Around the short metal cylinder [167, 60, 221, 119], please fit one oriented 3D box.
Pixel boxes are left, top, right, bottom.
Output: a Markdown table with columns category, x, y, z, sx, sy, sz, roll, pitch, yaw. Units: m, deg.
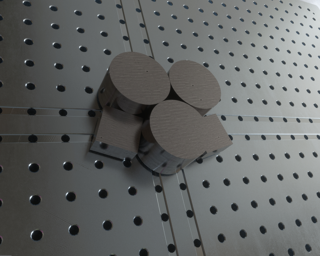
| category | x | y | z | sx | sy | sz | roll | pitch | yaw |
| --- | --- | --- | --- | --- | --- | --- | --- | --- | --- |
| short metal cylinder | 0.038 | -0.049 | 0.438 | 0.081 | 0.050 | 0.080 | 14 | 56 | -21 |

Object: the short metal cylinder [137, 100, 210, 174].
| category | x | y | z | sx | sy | sz | roll | pitch | yaw |
| --- | --- | --- | --- | --- | --- | --- | --- | --- | --- |
| short metal cylinder | 0.014 | 0.012 | 0.388 | 0.081 | 0.050 | 0.080 | 14 | 56 | -21 |

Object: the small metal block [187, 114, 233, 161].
| category | x | y | z | sx | sy | sz | roll | pitch | yaw |
| --- | --- | --- | --- | --- | --- | --- | --- | --- | --- |
| small metal block | 0.065 | 0.012 | 0.432 | 0.050 | 0.025 | 0.050 | -15 | 70 | -34 |

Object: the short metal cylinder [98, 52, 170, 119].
| category | x | y | z | sx | sy | sz | roll | pitch | yaw |
| --- | --- | --- | --- | --- | --- | --- | --- | --- | --- |
| short metal cylinder | -0.034 | -0.051 | 0.401 | 0.081 | 0.050 | 0.080 | 14 | 56 | -21 |

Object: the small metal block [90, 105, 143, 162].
| category | x | y | z | sx | sy | sz | roll | pitch | yaw |
| --- | --- | --- | --- | --- | --- | --- | --- | --- | --- |
| small metal block | -0.051 | 0.007 | 0.372 | 0.050 | 0.025 | 0.050 | 19 | 54 | -17 |
